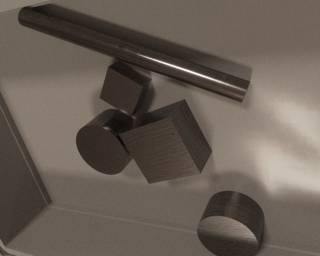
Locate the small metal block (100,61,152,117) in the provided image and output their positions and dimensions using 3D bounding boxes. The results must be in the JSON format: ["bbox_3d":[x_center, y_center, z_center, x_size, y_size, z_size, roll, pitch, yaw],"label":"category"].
[{"bbox_3d":[-0.045,-0.050,0.400,0.050,0.025,0.050,31,128,8],"label":"small metal block"}]

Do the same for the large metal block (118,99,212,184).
[{"bbox_3d":[0.008,0.019,0.399,0.080,0.050,0.080,-18,109,35],"label":"large metal block"}]

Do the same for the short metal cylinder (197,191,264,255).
[{"bbox_3d":[0.097,0.133,0.423,0.080,0.050,0.079,13,124,20],"label":"short metal cylinder"}]

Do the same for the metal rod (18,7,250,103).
[{"bbox_3d":[-0.042,-0.093,0.372,0.301,0.025,0.025,22,127,14],"label":"metal rod"}]

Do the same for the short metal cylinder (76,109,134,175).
[{"bbox_3d":[-0.070,0.019,0.440,0.080,0.050,0.079,13,124,20],"label":"short metal cylinder"}]
